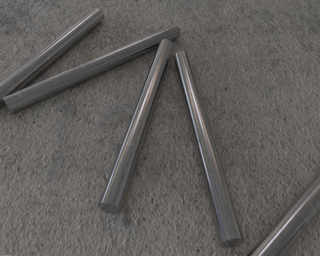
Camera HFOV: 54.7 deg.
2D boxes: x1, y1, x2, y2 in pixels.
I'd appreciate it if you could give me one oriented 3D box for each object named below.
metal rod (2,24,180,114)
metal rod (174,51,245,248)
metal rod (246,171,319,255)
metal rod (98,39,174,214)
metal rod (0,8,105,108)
[{"bbox_3d":[-0.091,-0.101,0.486,0.302,0.025,0.025,-30,57,-23],"label":"metal rod"},{"bbox_3d":[0.053,0.000,0.402,0.025,0.025,0.300,-5,50,-5],"label":"metal rod"},{"bbox_3d":[0.187,0.063,0.350,0.302,0.025,0.025,-35,59,-26],"label":"metal rod"},{"bbox_3d":[-0.022,-0.026,0.424,0.025,0.025,0.300,10,51,8],"label":"metal rod"},{"bbox_3d":[-0.184,-0.111,0.495,0.025,0.025,0.301,22,53,17],"label":"metal rod"}]
